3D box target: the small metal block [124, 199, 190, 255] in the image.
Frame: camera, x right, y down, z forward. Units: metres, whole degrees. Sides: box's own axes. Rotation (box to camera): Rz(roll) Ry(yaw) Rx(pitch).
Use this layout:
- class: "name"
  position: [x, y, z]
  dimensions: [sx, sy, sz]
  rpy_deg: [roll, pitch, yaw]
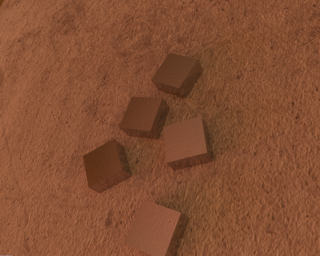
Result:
- class: "small metal block"
  position: [-0.003, 0.112, 0.337]
  dimensions: [0.050, 0.025, 0.050]
  rpy_deg: [11, 67, 33]

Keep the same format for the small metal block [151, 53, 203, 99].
- class: "small metal block"
  position: [0.024, -0.074, 0.437]
  dimensions: [0.050, 0.025, 0.050]
  rpy_deg: [23, 74, 36]

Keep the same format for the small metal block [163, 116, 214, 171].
- class: "small metal block"
  position: [0.033, 0.019, 0.375]
  dimensions: [0.050, 0.025, 0.050]
  rpy_deg: [-16, 55, 19]

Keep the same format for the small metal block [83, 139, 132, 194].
- class: "small metal block"
  position: [-0.070, 0.050, 0.410]
  dimensions: [0.050, 0.025, 0.050]
  rpy_deg: [-29, 52, 9]

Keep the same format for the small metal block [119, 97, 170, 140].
- class: "small metal block"
  position: [-0.021, -0.014, 0.424]
  dimensions: [0.050, 0.025, 0.050]
  rpy_deg: [6, 64, 30]
